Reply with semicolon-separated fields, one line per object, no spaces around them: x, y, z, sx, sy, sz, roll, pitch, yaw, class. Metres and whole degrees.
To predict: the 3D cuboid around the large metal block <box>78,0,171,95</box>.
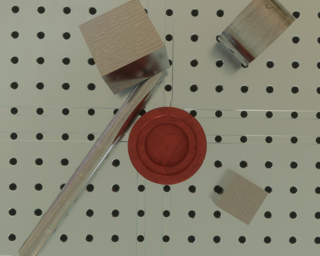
-0.043;-0.101;0.388;0.080;0.050;0.080;-26;70;0;large metal block

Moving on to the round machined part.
0.009;0.022;0.405;0.099;0.042;0.097;0;90;-1;round machined part

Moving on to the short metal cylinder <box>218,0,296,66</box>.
0.119;-0.124;0.387;0.080;0.080;0.050;-45;91;0;short metal cylinder

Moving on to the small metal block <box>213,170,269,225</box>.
0.107;0.092;0.415;0.050;0.025;0.050;32;90;-1;small metal block

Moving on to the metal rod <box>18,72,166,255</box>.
-0.090;0.046;0.412;0.025;0.025;0.299;35;90;-1;metal rod
